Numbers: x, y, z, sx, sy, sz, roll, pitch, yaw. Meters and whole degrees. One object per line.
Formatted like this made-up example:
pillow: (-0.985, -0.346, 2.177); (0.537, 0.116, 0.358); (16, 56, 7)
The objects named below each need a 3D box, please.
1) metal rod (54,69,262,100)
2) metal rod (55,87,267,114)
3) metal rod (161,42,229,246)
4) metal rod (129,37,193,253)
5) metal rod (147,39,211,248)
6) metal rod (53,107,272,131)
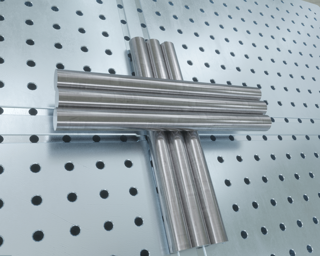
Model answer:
metal rod: (0.017, -0.053, 0.417); (0.302, 0.025, 0.025); (0, 62, -28)
metal rod: (0.022, -0.031, 0.406); (0.302, 0.025, 0.025); (0, 62, -28)
metal rod: (0.039, 0.003, 0.426); (0.025, 0.025, 0.299); (2, 61, -27)
metal rod: (-0.005, 0.003, 0.403); (0.025, 0.025, 0.299); (2, 61, -27)
metal rod: (0.016, 0.002, 0.415); (0.025, 0.025, 0.299); (2, 61, -27)
metal rod: (0.024, -0.009, 0.394); (0.302, 0.025, 0.025); (0, 62, -28)
